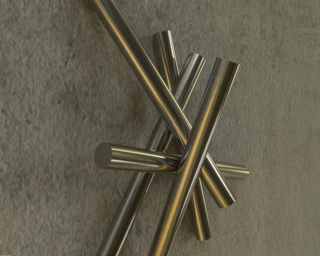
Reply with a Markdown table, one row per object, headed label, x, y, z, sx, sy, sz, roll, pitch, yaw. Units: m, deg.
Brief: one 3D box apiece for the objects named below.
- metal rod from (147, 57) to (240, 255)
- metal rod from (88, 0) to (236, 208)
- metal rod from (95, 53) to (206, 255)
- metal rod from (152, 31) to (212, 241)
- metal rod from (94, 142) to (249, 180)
| label | x | y | z | sx | sy | sz | roll | pitch | yaw |
| --- | --- | --- | --- | --- | --- | --- | --- | --- | --- |
| metal rod | 0.026 | 0.068 | 0.355 | 0.025 | 0.025 | 0.298 | 4 | 111 | -40 |
| metal rod | 0.003 | -0.035 | 0.360 | 0.025 | 0.025 | 0.299 | -37 | 98 | -34 |
| metal rod | -0.012 | 0.041 | 0.377 | 0.025 | 0.025 | 0.299 | 33 | 75 | -36 |
| metal rod | 0.034 | 0.018 | 0.435 | 0.025 | 0.025 | 0.298 | -21 | 103 | -38 |
| metal rod | 0.042 | 0.050 | 0.401 | 0.302 | 0.025 | 0.025 | 15 | 81 | -50 |
